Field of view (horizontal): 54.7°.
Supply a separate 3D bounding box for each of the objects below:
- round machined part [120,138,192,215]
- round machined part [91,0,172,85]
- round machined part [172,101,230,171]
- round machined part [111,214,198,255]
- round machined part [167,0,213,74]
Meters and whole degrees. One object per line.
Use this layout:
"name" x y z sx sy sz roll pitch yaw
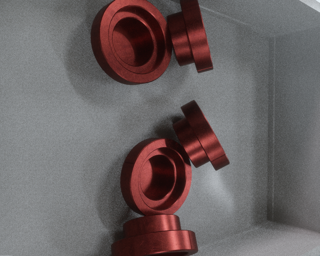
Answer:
"round machined part" -0.009 0.061 0.390 0.099 0.042 0.097 0 90 -40
"round machined part" -0.037 -0.099 0.364 0.099 0.042 0.097 -1 91 -38
"round machined part" 0.051 0.015 0.417 0.042 0.098 0.098 -29 114 6
"round machined part" -0.008 0.130 0.363 0.099 0.098 0.042 17 52 -39
"round machined part" 0.038 -0.119 0.408 0.098 0.042 0.097 -14 91 -79
